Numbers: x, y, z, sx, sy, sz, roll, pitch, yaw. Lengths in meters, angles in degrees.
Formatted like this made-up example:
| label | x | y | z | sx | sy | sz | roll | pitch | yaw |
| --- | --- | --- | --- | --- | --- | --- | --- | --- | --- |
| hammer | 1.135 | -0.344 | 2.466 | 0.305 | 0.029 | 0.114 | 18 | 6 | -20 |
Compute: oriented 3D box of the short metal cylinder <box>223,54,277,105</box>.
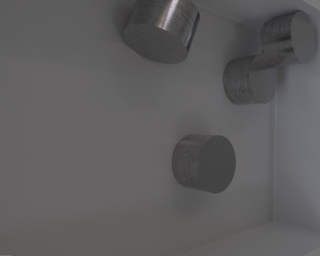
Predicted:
| label | x | y | z | sx | sy | sz | roll | pitch | yaw |
| --- | --- | --- | --- | --- | --- | --- | --- | --- | --- |
| short metal cylinder | 0.150 | -0.079 | 0.516 | 0.081 | 0.050 | 0.080 | 0 | 90 | -40 |

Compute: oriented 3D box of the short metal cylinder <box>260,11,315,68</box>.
| label | x | y | z | sx | sy | sz | roll | pitch | yaw |
| --- | --- | --- | --- | --- | --- | --- | --- | --- | --- |
| short metal cylinder | 0.205 | -0.140 | 0.497 | 0.081 | 0.050 | 0.080 | 0 | 90 | -41 |

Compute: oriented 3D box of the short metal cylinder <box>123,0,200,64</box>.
| label | x | y | z | sx | sy | sz | roll | pitch | yaw |
| --- | --- | --- | --- | --- | --- | --- | --- | --- | --- |
| short metal cylinder | 0.002 | -0.120 | 0.372 | 0.080 | 0.080 | 0.050 | 30 | 72 | -36 |

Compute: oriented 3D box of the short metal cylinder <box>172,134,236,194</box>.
| label | x | y | z | sx | sy | sz | roll | pitch | yaw |
| --- | --- | --- | --- | --- | --- | --- | --- | --- | --- |
| short metal cylinder | 0.064 | 0.050 | 0.443 | 0.081 | 0.050 | 0.080 | 0 | 90 | -40 |
